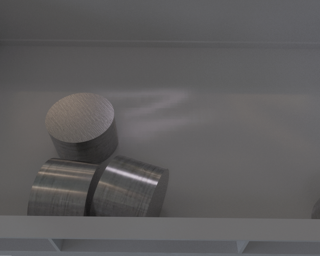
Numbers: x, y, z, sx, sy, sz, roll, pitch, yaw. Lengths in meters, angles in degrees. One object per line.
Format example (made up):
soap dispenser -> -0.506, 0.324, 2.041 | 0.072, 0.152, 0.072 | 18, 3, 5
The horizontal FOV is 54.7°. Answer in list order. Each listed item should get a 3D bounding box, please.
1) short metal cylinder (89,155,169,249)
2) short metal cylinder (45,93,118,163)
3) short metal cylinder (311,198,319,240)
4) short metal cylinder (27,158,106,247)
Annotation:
short metal cylinder -> -0.028, 0.072, 0.309 | 0.050, 0.080, 0.080 | 16, 52, 12
short metal cylinder -> -0.095, 0.002, 0.387 | 0.080, 0.050, 0.080 | 0, 50, 0
short metal cylinder -> 0.205, 0.091, 0.314 | 0.080, 0.050, 0.080 | 0, 50, 0
short metal cylinder -> -0.087, 0.072, 0.308 | 0.050, 0.080, 0.080 | 6, 50, 5
